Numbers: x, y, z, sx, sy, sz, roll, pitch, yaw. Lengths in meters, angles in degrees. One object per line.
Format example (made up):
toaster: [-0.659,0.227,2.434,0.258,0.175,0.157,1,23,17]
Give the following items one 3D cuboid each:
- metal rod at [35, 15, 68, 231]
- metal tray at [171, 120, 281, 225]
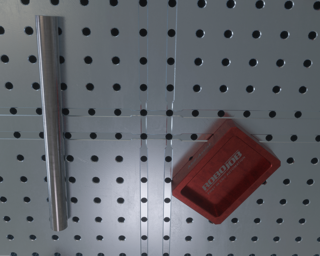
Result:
metal rod: [-0.142,0.008,0.414,0.025,0.025,0.298,3,110,-1]
metal tray: [0.089,0.064,0.435,0.090,0.030,0.130,37,106,-13]
